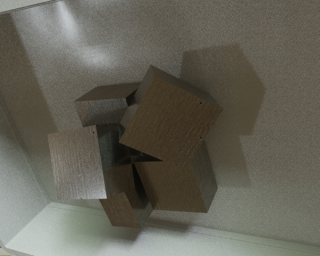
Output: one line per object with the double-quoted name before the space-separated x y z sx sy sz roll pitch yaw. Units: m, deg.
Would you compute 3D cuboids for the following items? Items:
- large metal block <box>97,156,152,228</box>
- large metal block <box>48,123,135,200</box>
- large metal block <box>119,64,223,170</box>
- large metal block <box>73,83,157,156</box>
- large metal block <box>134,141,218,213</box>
"large metal block" -0.043 0.083 0.443 0.050 0.080 0.080 -7 115 31
"large metal block" -0.083 0.040 0.373 0.080 0.050 0.080 -10 88 32
"large metal block" 0.009 -0.012 0.344 0.080 0.050 0.080 24 109 -17
"large metal block" -0.055 -0.011 0.412 0.080 0.050 0.080 -1 118 28
"large metal block" 0.023 0.064 0.414 0.080 0.050 0.080 -5 116 30
